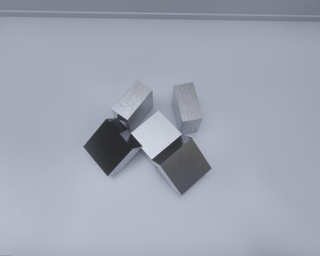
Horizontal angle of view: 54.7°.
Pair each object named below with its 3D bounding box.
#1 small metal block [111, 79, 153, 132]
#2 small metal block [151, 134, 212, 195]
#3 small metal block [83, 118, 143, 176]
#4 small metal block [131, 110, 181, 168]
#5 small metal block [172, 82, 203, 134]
[{"bbox_3d":[-0.034,-0.027,0.403,0.025,0.050,0.050,35,74,12],"label":"small metal block"},{"bbox_3d":[0.027,0.044,0.378,0.050,0.025,0.050,-39,112,-14],"label":"small metal block"},{"bbox_3d":[-0.059,0.023,0.386,0.050,0.025,0.050,47,109,14],"label":"small metal block"},{"bbox_3d":[-0.004,0.014,0.402,0.050,0.025,0.050,-40,75,-14],"label":"small metal block"},{"bbox_3d":[0.034,-0.024,0.403,0.025,0.050,0.050,-10,70,-5],"label":"small metal block"}]
